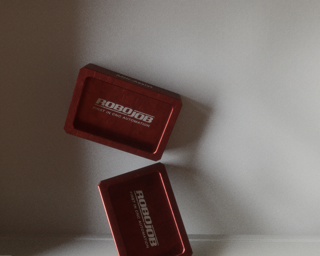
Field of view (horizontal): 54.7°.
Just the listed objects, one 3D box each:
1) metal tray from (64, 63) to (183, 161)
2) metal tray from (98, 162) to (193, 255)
[{"bbox_3d":[-0.047,-0.019,0.400,0.131,0.030,0.089,18,109,-7],"label":"metal tray"},{"bbox_3d":[-0.021,0.120,0.409,0.091,0.030,0.129,-16,84,-15],"label":"metal tray"}]
